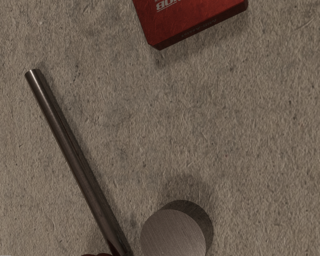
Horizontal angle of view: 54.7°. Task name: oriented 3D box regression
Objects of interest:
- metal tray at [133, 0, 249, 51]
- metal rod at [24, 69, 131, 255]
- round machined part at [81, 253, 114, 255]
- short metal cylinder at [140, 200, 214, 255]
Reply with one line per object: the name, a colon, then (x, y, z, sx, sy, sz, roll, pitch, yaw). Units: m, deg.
metal tray: (0.034, -0.167, 0.394, 0.130, 0.030, 0.090, -21, 83, 18)
metal rod: (-0.123, 0.045, 0.450, 0.025, 0.025, 0.299, -32, 80, 17)
round machined part: (-0.075, 0.209, 0.413, 0.098, 0.042, 0.097, 12, 116, 26)
short metal cylinder: (0.023, 0.135, 0.387, 0.080, 0.050, 0.079, 0, 90, 19)
